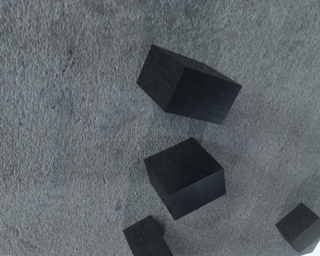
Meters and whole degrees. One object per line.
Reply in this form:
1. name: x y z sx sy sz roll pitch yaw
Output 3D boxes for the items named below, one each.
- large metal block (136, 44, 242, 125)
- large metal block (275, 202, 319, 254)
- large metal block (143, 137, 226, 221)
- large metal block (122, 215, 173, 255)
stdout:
1. large metal block: 0.031 -0.050 0.357 0.081 0.080 0.050 11 113 -33
2. large metal block: 0.321 0.229 0.708 0.080 0.050 0.080 -41 130 -1
3. large metal block: 0.034 0.067 0.431 0.081 0.080 0.050 -24 127 -14
4. large metal block: -0.011 0.201 0.489 0.050 0.080 0.080 -27 128 -11
